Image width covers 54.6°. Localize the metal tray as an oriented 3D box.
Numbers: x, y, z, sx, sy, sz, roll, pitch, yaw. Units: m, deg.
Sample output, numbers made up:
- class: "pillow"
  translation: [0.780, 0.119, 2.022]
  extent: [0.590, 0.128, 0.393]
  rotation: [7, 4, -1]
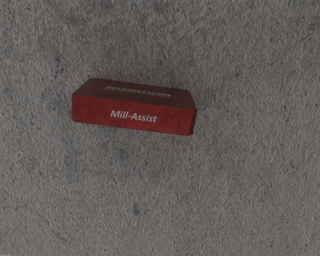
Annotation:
- class: "metal tray"
  translation: [-0.027, -0.028, 0.364]
  extent: [0.131, 0.090, 0.030]
  rotation: [7, 110, -3]
